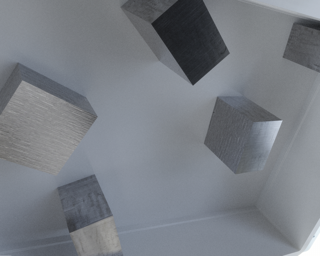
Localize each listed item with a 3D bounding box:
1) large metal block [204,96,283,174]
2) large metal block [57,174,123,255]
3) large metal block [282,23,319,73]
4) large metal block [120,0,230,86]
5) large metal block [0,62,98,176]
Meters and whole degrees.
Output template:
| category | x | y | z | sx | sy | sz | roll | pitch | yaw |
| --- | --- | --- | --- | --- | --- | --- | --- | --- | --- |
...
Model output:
| category | x | y | z | sx | sy | sz | roll | pitch | yaw |
| --- | --- | --- | --- | --- | --- | --- | --- | --- | --- |
| large metal block | 0.114 | 0.007 | 0.442 | 0.050 | 0.080 | 0.079 | -4 | 120 | -27 |
| large metal block | -0.090 | 0.122 | 0.400 | 0.050 | 0.080 | 0.079 | -19 | 126 | -18 |
| large metal block | 0.239 | -0.112 | 0.437 | 0.081 | 0.080 | 0.050 | -7 | 122 | -25 |
| large metal block | 0.015 | -0.101 | 0.320 | 0.050 | 0.080 | 0.080 | -42 | 130 | 0 |
| large metal block | -0.126 | -0.007 | 0.320 | 0.080 | 0.050 | 0.080 | 29 | 102 | -38 |
